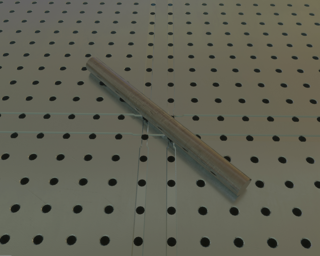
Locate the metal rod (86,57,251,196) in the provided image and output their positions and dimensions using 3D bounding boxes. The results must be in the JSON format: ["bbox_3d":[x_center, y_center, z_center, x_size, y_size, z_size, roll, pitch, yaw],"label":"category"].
[{"bbox_3d":[-0.006,-0.017,0.423,0.025,0.025,0.300,-35,58,-26],"label":"metal rod"}]
